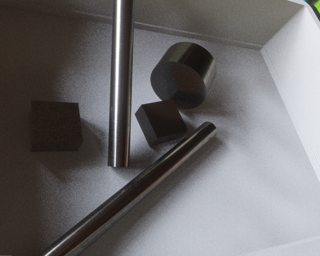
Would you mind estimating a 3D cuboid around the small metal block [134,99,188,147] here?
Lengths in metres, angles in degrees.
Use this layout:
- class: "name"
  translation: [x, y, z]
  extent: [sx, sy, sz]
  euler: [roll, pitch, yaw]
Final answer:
- class: "small metal block"
  translation: [0.002, -0.008, 0.413]
  extent: [0.050, 0.025, 0.050]
  euler: [-13, 69, -34]

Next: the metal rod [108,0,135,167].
- class: "metal rod"
  translation: [-0.044, -0.105, 0.363]
  extent: [0.025, 0.025, 0.298]
  euler: [3, 87, -27]

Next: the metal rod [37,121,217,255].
- class: "metal rod"
  translation: [-0.025, 0.070, 0.350]
  extent: [0.025, 0.025, 0.302]
  euler: [50, 51, 6]

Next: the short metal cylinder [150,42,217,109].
- class: "short metal cylinder"
  translation: [0.034, -0.073, 0.435]
  extent: [0.080, 0.080, 0.050]
  euler: [34, 51, -6]

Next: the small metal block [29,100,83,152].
- class: "small metal block"
  translation: [-0.117, -0.002, 0.345]
  extent: [0.050, 0.025, 0.050]
  euler: [1, 61, -28]
